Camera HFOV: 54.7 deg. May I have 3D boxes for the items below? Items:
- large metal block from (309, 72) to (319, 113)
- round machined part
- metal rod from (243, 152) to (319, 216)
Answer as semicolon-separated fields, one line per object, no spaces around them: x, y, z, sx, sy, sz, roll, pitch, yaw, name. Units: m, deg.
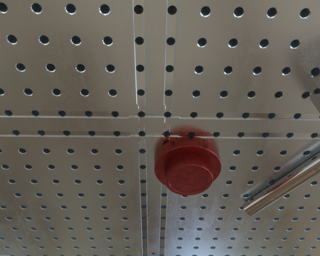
0.229;-0.034;0.350;0.080;0.080;0.050;-19;128;15;large metal block
0.041;0.062;0.454;0.099;0.042;0.097;-1;130;0;round machined part
0.241;0.048;0.456;0.025;0.025;0.299;29;124;-23;metal rod
